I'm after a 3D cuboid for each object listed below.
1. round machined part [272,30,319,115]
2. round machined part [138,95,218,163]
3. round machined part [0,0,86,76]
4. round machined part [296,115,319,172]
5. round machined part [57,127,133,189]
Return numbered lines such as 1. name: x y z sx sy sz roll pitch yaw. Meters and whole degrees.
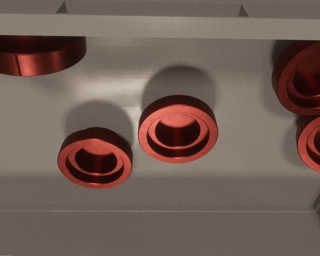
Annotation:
1. round machined part: 0.175 -0.065 0.346 0.099 0.042 0.097 -1 130 0
2. round machined part: 0.022 -0.003 0.396 0.099 0.042 0.097 -1 130 0
3. round machined part: -0.119 -0.091 0.282 0.099 0.098 0.042 4 130 -4
4. round machined part: 0.228 0.010 0.398 0.098 0.042 0.097 8 123 13
5. round machined part: -0.087 0.037 0.428 0.099 0.042 0.097 -1 130 0
